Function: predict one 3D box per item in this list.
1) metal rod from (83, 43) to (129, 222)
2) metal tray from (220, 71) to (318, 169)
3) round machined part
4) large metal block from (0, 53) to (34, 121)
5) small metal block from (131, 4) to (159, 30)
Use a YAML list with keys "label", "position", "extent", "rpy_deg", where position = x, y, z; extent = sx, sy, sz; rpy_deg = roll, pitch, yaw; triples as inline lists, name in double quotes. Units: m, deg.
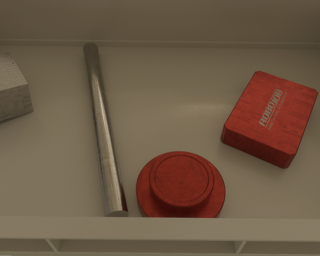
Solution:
- label: "metal rod"
  position: [-0.080, -0.019, 0.419]
  extent: [0.025, 0.025, 0.300]
  rpy_deg: [-10, 51, -9]
- label: "metal tray"
  position: [0.149, -0.017, 0.418]
  extent: [0.090, 0.030, 0.130]
  rpy_deg: [24, 54, 18]
- label: "round machined part"
  position: [0.023, 0.064, 0.340]
  extent: [0.099, 0.042, 0.098]
  rpy_deg: [0, 50, 0]
- label: "large metal block"
  position: [-0.231, -0.053, 0.423]
  extent: [0.081, 0.050, 0.080]
  rpy_deg: [-21, 53, -29]
- label: "small metal block"
  position: [-0.028, -0.210, 0.583]
  extent: [0.050, 0.025, 0.050]
  rpy_deg: [-1, 50, -2]
